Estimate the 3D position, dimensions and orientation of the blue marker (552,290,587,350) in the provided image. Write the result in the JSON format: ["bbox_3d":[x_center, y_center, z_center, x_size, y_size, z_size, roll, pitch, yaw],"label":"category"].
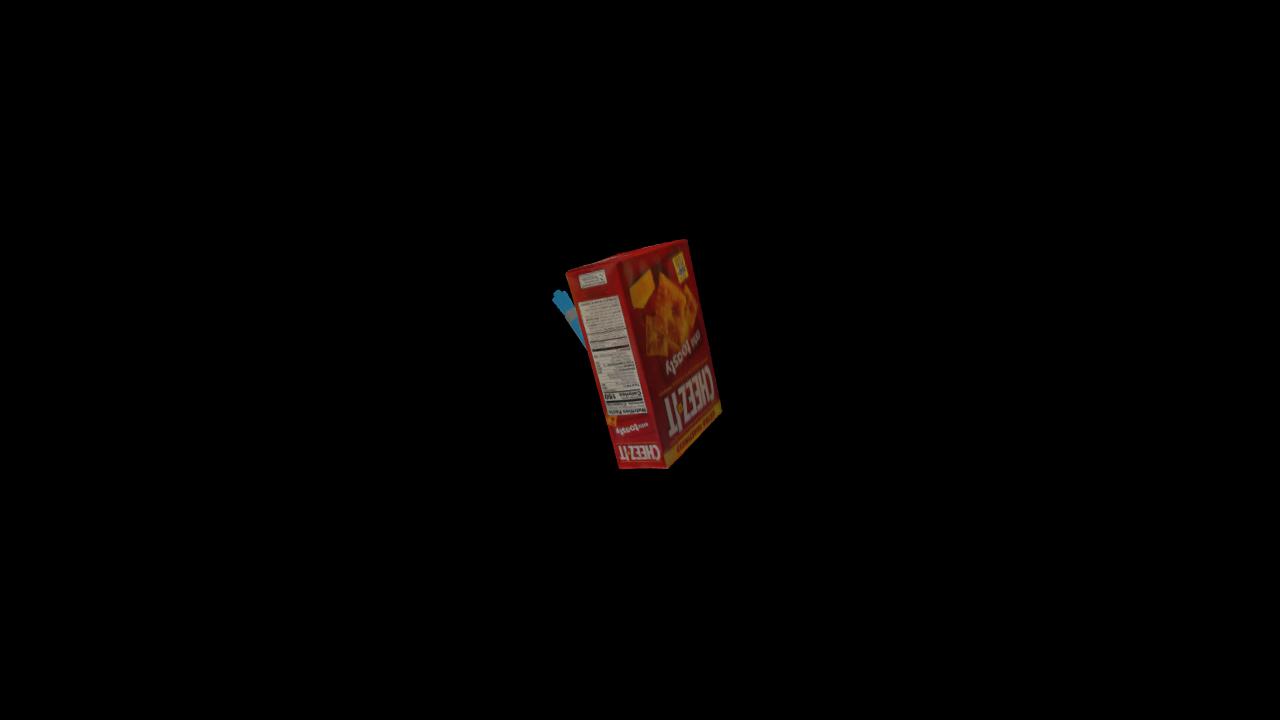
[{"bbox_3d":[-0.061,-0.029,0.683,0.020,0.121,0.020,-33,-11,-8],"label":"blue marker"}]

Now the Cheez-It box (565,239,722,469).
[{"bbox_3d":[0.015,-0.012,0.688,0.071,0.223,0.166,-6,14,32],"label":"Cheez-It box"}]
